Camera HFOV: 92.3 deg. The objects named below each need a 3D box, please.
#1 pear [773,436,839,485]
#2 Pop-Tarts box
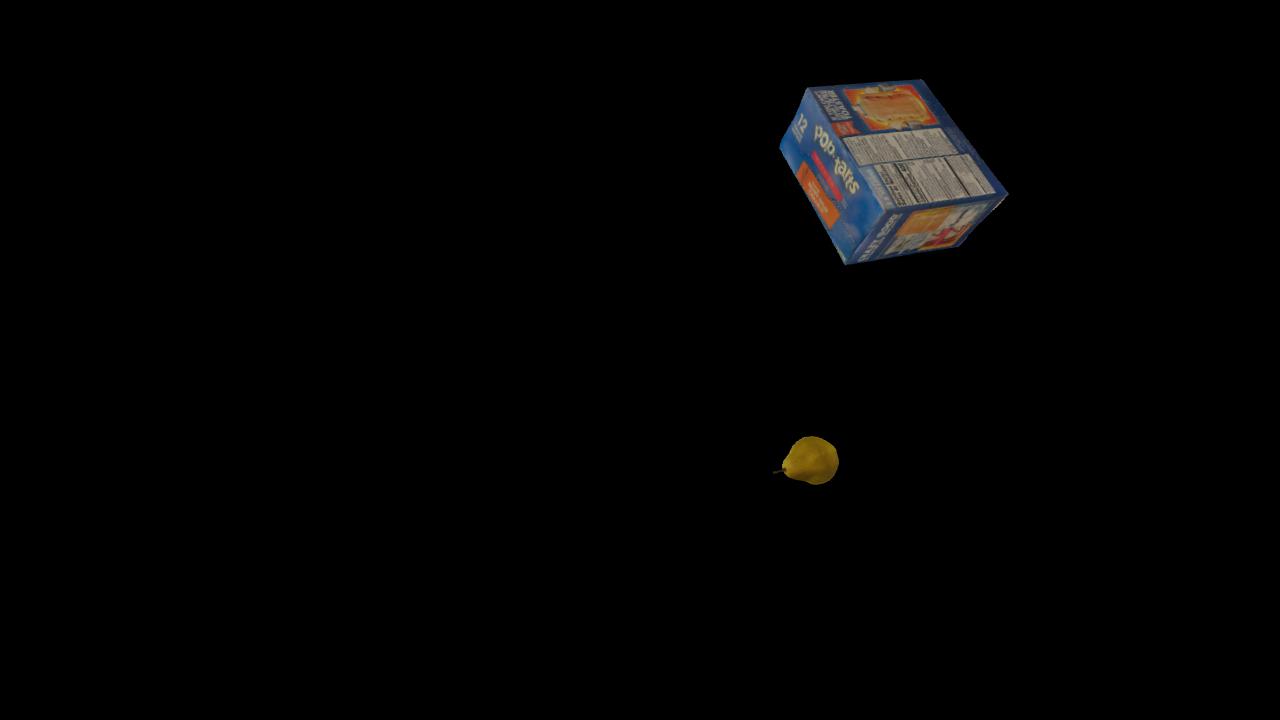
[{"bbox_3d":[0.263,0.165,0.977,0.111,0.080,0.080,-15,10,-38],"label":"pear"},{"bbox_3d":[0.245,-0.191,0.617,0.141,0.167,0.083,-11,-28,-16],"label":"Pop-Tarts box"}]
